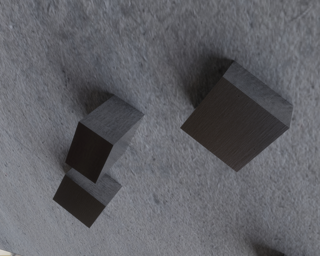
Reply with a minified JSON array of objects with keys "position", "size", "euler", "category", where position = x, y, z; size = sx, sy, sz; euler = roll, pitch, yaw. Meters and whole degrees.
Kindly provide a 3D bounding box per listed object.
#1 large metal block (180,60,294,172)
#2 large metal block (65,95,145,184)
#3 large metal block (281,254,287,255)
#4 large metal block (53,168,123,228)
[{"position":[0.083,-0.012,0.339],"size":[0.080,0.050,0.080],"euler":[38,129,2],"category":"large metal block"},{"position":[-0.074,0.014,0.417],"size":[0.050,0.080,0.079],"euler":[34,129,5],"category":"large metal block"},{"position":[0.184,0.237,0.421],"size":[0.080,0.080,0.050],"euler":[34,129,5],"category":"large metal block"},{"position":[-0.123,0.109,0.520],"size":[0.080,0.050,0.080],"euler":[38,129,2],"category":"large metal block"}]
